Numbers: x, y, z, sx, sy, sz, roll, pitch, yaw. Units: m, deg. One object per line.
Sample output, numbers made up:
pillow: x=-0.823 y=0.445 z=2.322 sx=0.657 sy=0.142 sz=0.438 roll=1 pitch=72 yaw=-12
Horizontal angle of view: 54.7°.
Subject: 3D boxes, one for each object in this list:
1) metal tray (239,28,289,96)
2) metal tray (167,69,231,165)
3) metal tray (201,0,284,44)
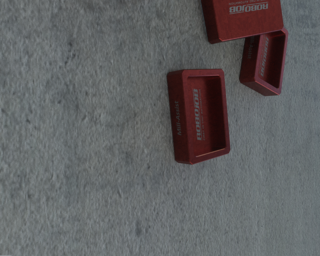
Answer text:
metal tray: x=0.192 y=-0.132 z=0.565 sx=0.091 sy=0.030 sz=0.129 roll=17 pitch=79 yaw=-39
metal tray: x=0.059 y=-0.019 z=0.453 sx=0.091 sy=0.030 sz=0.129 roll=-10 pitch=97 yaw=-40
metal tray: x=0.131 y=-0.189 z=0.490 sx=0.131 sy=0.030 sz=0.089 roll=-16 pitch=101 yaw=-22
